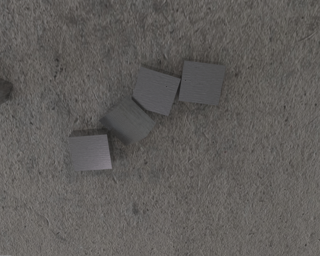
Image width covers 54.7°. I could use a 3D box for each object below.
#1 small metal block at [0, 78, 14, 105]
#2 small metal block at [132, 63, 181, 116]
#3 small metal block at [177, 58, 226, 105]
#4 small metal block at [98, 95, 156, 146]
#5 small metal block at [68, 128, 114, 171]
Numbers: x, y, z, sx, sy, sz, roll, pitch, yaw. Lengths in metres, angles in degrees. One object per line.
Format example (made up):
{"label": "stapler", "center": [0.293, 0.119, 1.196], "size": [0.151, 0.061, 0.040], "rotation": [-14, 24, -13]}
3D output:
{"label": "small metal block", "center": [-0.217, -0.048, 0.377], "size": [0.050, 0.050, 0.025], "rotation": [25, 108, -9]}
{"label": "small metal block", "center": [-0.006, -0.048, 0.392], "size": [0.050, 0.025, 0.050], "rotation": [16, 109, -6]}
{"label": "small metal block", "center": [0.051, -0.058, 0.389], "size": [0.050, 0.025, 0.050], "rotation": [7, 110, -3]}
{"label": "small metal block", "center": [-0.042, -0.008, 0.392], "size": [0.050, 0.025, 0.050], "rotation": [45, 144, -15]}
{"label": "small metal block", "center": [-0.091, 0.029, 0.420], "size": [0.050, 0.025, 0.050], "rotation": [-4, 110, 1]}
